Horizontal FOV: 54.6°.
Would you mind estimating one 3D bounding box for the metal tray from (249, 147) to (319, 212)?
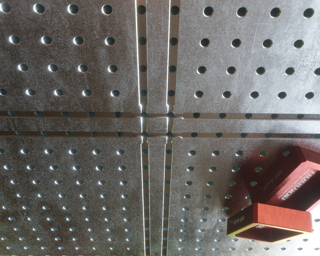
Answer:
[{"bbox_3d":[0.216,0.093,0.488,0.091,0.030,0.129,17,128,-14],"label":"metal tray"}]

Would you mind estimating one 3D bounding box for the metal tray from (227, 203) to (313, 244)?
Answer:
[{"bbox_3d":[0.173,0.160,0.508,0.090,0.030,0.129,11,152,-3],"label":"metal tray"}]
